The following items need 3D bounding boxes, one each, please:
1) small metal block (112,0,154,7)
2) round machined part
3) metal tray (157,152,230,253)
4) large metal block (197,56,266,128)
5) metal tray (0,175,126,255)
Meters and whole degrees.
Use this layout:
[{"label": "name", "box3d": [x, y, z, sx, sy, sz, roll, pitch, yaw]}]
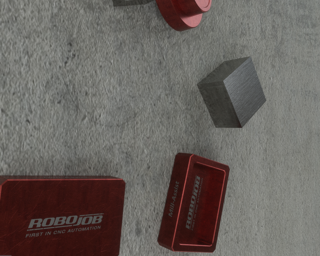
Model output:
[{"label": "small metal block", "box3d": [-0.035, -0.178, 0.376, 0.050, 0.025, 0.050, -23, 105, -38]}, {"label": "round machined part", "box3d": [0.035, -0.182, 0.408, 0.099, 0.042, 0.097, 11, 76, -55]}, {"label": "metal tray", "box3d": [0.052, 0.108, 0.447, 0.091, 0.030, 0.129, 21, 77, -38]}, {"label": "large metal block", "box3d": [0.115, -0.055, 0.487, 0.080, 0.050, 0.080, -41, 116, -32]}, {"label": "metal tray", "box3d": [-0.101, 0.096, 0.318, 0.131, 0.030, 0.089, 8, 85, -40]}]
